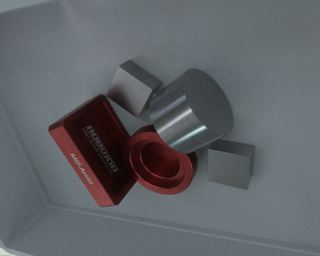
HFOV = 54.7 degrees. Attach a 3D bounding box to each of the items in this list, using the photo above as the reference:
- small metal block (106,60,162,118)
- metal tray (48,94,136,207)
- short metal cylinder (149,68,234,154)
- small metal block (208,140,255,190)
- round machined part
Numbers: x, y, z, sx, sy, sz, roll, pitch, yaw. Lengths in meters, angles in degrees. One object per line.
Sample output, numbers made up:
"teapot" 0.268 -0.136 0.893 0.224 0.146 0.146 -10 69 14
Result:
"small metal block" -0.034 -0.049 0.392 0.050 0.025 0.050 36 129 5
"metal tray" -0.079 0.030 0.422 0.030 0.090 0.130 -18 109 35
"short metal cylinder" 0.035 -0.018 0.340 0.050 0.080 0.080 -33 100 38
"small metal block" 0.088 0.045 0.387 0.050 0.025 0.050 10 122 24
"round machined part" 0.004 0.038 0.414 0.098 0.042 0.097 13 124 20
